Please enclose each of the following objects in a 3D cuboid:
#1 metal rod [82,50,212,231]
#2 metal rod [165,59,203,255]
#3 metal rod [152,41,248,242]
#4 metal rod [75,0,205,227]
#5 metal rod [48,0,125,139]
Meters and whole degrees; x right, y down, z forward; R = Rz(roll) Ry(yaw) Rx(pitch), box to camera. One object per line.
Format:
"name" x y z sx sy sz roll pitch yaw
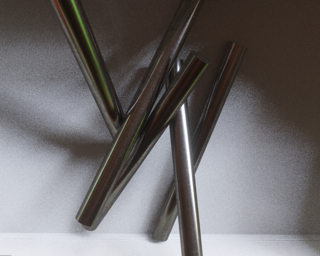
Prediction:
"metal rod" -0.031 0.035 0.393 0.025 0.025 0.298 29 119 -11
"metal rod" 0.030 0.066 0.373 0.025 0.025 0.298 -5 86 1
"metal rod" 0.048 0.031 0.423 0.025 0.025 0.298 17 109 -7
"metal rod" -0.022 -0.025 0.359 0.025 0.025 0.299 26 92 -10
"metal rod" -0.067 -0.061 0.313 0.025 0.025 0.299 -11 139 4
